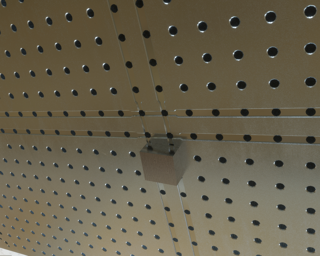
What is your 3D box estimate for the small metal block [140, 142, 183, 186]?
[{"bbox_3d":[0.003,0.051,0.440,0.050,0.025,0.050,6,121,25],"label":"small metal block"}]
